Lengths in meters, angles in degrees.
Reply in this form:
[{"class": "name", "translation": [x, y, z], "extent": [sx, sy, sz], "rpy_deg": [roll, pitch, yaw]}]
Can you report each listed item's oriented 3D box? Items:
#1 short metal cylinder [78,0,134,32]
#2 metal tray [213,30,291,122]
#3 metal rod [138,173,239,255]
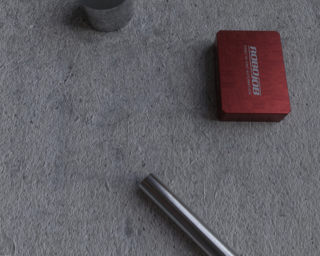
[{"class": "short metal cylinder", "translation": [-0.081, -0.192, 0.464], "extent": [0.081, 0.050, 0.080], "rpy_deg": [0, 70, 0]}, {"class": "metal tray", "translation": [0.125, -0.074, 0.434], "extent": [0.091, 0.030, 0.130], "rpy_deg": [1, 70, 0]}, {"class": "metal rod", "translation": [0.090, 0.163, 0.349], "extent": [0.300, 0.025, 0.025], "rpy_deg": [42, 75, 13]}]
